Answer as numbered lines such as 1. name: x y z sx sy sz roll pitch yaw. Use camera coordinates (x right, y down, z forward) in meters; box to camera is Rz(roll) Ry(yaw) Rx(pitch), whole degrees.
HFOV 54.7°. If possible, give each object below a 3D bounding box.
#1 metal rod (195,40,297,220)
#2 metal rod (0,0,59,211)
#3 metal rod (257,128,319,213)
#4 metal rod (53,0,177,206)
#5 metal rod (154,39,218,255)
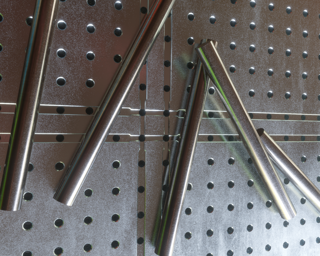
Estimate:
1. metal rod: 0.130 0.014 0.447 0.025 0.025 0.299 -36 108 -17
2. metal rod: -0.147 -0.057 0.358 0.025 0.025 0.298 10 86 -20
3. metal rod: 0.251 0.109 0.507 0.300 0.025 0.025 44 76 -15
4. metal rod: -0.052 -0.046 0.393 0.025 0.025 0.299 29 80 -18
5. metal rod: 0.037 0.024 0.427 0.025 0.025 0.298 14 85 -20
